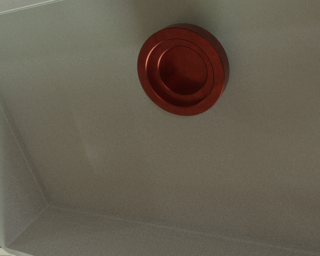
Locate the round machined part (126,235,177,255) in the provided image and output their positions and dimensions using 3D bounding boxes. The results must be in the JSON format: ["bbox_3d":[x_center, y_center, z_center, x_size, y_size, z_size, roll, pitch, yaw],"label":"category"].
[{"bbox_3d":[-0.019,0.244,0.560,0.098,0.042,0.097,13,124,20],"label":"round machined part"}]

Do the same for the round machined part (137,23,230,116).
[{"bbox_3d":[0.028,-0.066,0.341,0.098,0.042,0.097,13,124,20],"label":"round machined part"}]
